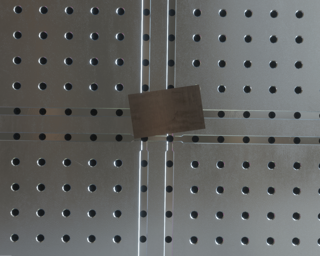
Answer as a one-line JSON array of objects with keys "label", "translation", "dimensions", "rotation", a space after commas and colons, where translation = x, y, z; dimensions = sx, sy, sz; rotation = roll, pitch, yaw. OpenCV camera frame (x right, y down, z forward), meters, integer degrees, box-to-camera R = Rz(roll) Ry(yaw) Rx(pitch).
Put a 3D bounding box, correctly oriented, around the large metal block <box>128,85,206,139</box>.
[{"label": "large metal block", "translation": [0.008, -0.018, 0.386], "dimensions": [0.080, 0.080, 0.050], "rotation": [-8, 90, 0]}]
